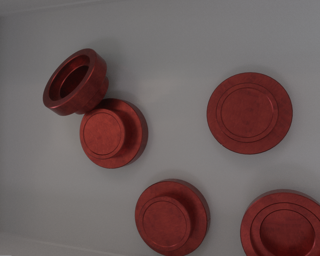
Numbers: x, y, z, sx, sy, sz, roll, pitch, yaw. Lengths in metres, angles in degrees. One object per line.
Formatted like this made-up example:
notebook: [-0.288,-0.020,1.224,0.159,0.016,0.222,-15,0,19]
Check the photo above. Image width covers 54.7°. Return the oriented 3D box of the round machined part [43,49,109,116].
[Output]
round machined part: [-0.109,-0.057,0.424,0.098,0.042,0.098,-21,48,26]

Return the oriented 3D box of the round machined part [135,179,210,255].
round machined part: [0.012,0.117,0.397,0.098,0.042,0.097,0,90,20]

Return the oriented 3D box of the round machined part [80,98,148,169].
round machined part: [-0.070,0.008,0.426,0.098,0.042,0.097,0,90,20]

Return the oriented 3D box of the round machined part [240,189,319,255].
round machined part: [0.143,0.118,0.351,0.098,0.042,0.097,0,90,20]

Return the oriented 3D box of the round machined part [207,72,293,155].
round machined part: [0.103,-0.017,0.365,0.098,0.042,0.097,0,90,20]
